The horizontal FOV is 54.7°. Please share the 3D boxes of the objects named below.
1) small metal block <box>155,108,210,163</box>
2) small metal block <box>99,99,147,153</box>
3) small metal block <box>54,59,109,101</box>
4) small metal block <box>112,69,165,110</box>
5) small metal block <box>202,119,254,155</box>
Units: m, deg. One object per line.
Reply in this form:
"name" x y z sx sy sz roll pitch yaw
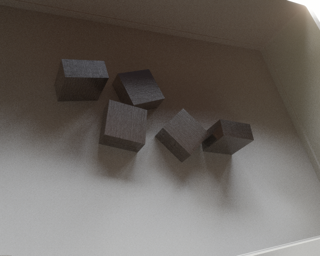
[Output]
"small metal block" 0.030 0.009 0.418 0.050 0.025 0.050 44 51 2
"small metal block" -0.045 -0.002 0.384 0.050 0.025 0.050 15 56 -20
"small metal block" -0.096 -0.056 0.373 0.050 0.050 0.025 -4 64 -31
"small metal block" -0.030 -0.050 0.422 0.050 0.025 0.050 -16 70 -35
"small metal block" 0.093 0.014 0.433 0.050 0.050 0.025 8 58 -24
